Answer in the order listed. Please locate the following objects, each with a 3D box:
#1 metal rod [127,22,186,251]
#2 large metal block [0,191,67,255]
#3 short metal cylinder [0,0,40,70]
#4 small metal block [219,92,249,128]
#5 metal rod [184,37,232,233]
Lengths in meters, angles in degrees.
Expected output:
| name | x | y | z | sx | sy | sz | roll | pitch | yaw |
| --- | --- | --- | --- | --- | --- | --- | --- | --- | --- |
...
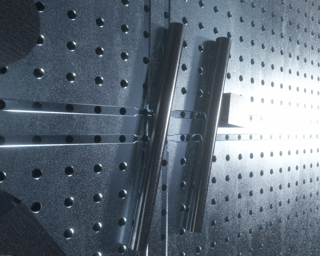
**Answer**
| name | x | y | z | sx | sy | sz | roll | pitch | yaw |
| --- | --- | --- | --- | --- | --- | --- | --- | --- | --- |
| metal rod | -0.002 | 0.005 | 0.409 | 0.025 | 0.025 | 0.299 | 17 | 79 | -39 |
| large metal block | -0.142 | 0.117 | 0.275 | 0.080 | 0.050 | 0.080 | -42 | 116 | -32 |
| short metal cylinder | -0.153 | -0.090 | 0.266 | 0.081 | 0.050 | 0.079 | 0 | 90 | -40 |
| small metal block | 0.121 | -0.028 | 0.513 | 0.050 | 0.025 | 0.050 | 10 | 84 | -40 |
| metal rod | 0.075 | 0.004 | 0.474 | 0.025 | 0.025 | 0.299 | 18 | 79 | -39 |
